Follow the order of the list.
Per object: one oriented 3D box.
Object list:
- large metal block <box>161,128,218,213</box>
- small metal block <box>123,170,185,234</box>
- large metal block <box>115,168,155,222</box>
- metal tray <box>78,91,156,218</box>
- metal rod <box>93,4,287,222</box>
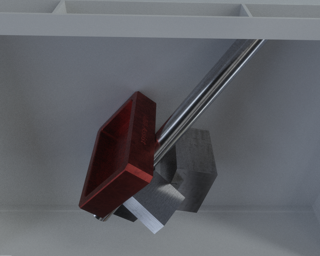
[{"bbox_3d":[0.035,0.055,0.420,0.050,0.080,0.079,10,129,-9],"label":"large metal block"},{"bbox_3d":[-0.006,0.087,0.367,0.050,0.050,0.025,42,133,6],"label":"small metal block"},{"bbox_3d":[-0.054,0.073,0.434,0.080,0.080,0.050,29,124,-23],"label":"large metal block"},{"bbox_3d":[-0.046,0.026,0.360,0.030,0.130,0.090,34,123,-24],"label":"metal tray"},{"bbox_3d":[0.022,-0.006,0.344,0.025,0.025,0.299,34,105,-26],"label":"metal rod"}]
